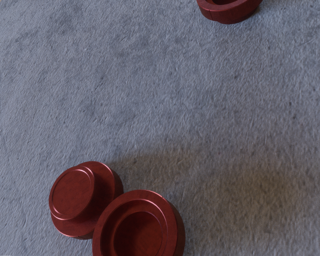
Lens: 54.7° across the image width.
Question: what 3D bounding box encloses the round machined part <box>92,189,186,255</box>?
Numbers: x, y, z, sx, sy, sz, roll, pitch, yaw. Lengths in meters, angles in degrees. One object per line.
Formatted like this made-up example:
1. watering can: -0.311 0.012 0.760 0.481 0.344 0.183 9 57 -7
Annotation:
1. round machined part: -0.019 0.119 0.329 0.098 0.042 0.098 -13 56 20

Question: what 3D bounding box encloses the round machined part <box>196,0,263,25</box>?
1. round machined part: 0.106 -0.192 0.454 0.098 0.042 0.098 -13 56 20

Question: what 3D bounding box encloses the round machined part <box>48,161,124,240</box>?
1. round machined part: -0.099 0.086 0.390 0.098 0.042 0.098 -13 56 20
